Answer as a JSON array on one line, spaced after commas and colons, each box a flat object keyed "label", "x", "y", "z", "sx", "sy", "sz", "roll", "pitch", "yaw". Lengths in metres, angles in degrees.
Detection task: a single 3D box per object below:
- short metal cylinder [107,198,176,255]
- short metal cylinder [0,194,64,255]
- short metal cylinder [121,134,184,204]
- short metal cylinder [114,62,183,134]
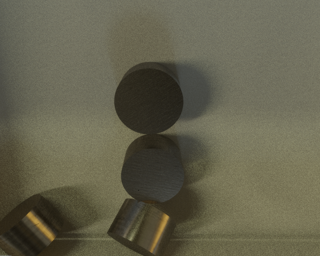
[{"label": "short metal cylinder", "x": -0.025, "y": 0.139, "z": 0.425, "sx": 0.080, "sy": 0.080, "sz": 0.050, "roll": 36, "pitch": 62, "yaw": -13}, {"label": "short metal cylinder", "x": -0.183, "y": 0.138, "z": 0.430, "sx": 0.080, "sy": 0.080, "sz": 0.050, "roll": -32, "pitch": 107, "yaw": 11}, {"label": "short metal cylinder", "x": -0.009, "y": 0.054, "z": 0.418, "sx": 0.081, "sy": 0.050, "sz": 0.079, "roll": 0, "pitch": 110, "yaw": -1}, {"label": "short metal cylinder", "x": -0.013, "y": -0.038, "z": 0.384, "sx": 0.081, "sy": 0.050, "sz": 0.079, "roll": 0, "pitch": 110, "yaw": -1}]
